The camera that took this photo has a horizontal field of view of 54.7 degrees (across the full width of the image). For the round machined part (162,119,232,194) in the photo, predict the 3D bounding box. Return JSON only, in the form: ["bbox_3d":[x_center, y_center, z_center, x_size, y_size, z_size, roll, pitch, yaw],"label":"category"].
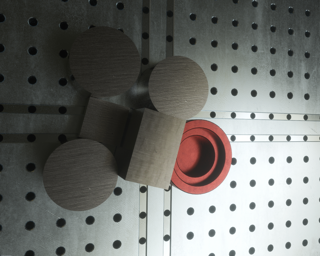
[{"bbox_3d":[0.044,0.037,0.420,0.099,0.042,0.097,0,90,-20],"label":"round machined part"}]

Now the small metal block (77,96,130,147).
[{"bbox_3d":[-0.071,-0.007,0.386,0.050,0.025,0.050,16,85,-20],"label":"small metal block"}]

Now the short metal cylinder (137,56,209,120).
[{"bbox_3d":[0.016,-0.049,0.405,0.081,0.050,0.080,0,90,-20],"label":"short metal cylinder"}]

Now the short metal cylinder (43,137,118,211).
[{"bbox_3d":[-0.094,0.051,0.364,0.081,0.050,0.080,0,90,-20],"label":"short metal cylinder"}]

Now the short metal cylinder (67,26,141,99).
[{"bbox_3d":[-0.069,-0.075,0.373,0.081,0.050,0.080,0,90,-20],"label":"short metal cylinder"}]

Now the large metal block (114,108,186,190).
[{"bbox_3d":[-0.017,0.023,0.374,0.050,0.080,0.080,17,85,-19],"label":"large metal block"}]
